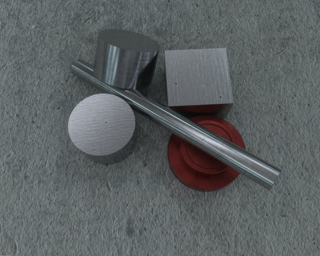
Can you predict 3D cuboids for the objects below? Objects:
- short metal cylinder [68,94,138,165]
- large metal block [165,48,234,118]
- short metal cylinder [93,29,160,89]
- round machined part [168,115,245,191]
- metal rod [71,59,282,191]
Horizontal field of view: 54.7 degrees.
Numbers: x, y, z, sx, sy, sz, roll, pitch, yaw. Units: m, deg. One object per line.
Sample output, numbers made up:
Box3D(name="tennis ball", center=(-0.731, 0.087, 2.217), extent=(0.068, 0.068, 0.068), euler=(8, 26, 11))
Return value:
Box3D(name="short metal cylinder", center=(-0.070, 0.003, 0.395), extent=(0.081, 0.050, 0.080), euler=(0, 70, 0))
Box3D(name="large metal block", center=(0.048, -0.057, 0.415), extent=(0.081, 0.050, 0.080), euler=(-3, 70, -1))
Box3D(name="short metal cylinder", center=(-0.044, -0.092, 0.409), extent=(0.081, 0.050, 0.080), euler=(12, 31, -7))
Box3D(name="round machined part", center=(0.059, 0.028, 0.390), extent=(0.099, 0.042, 0.098), euler=(0, 70, 0))
Box3D(name="metal rod", center=(0.001, -0.016, 0.379), extent=(0.300, 0.025, 0.025), euler=(31, 72, 24))
